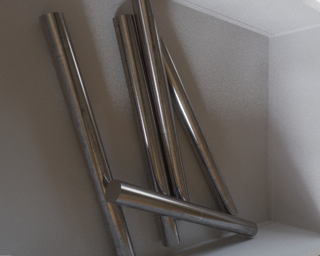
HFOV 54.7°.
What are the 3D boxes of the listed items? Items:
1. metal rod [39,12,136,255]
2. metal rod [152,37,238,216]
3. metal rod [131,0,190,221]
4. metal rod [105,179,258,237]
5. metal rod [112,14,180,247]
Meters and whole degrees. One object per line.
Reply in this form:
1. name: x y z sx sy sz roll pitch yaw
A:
1. metal rod: -0.074 0.027 0.345 0.025 0.025 0.298 -24 105 -38
2. metal rod: 0.054 0.013 0.453 0.025 0.025 0.299 -40 114 -33
3. metal rod: 0.005 -0.018 0.401 0.025 0.025 0.298 -22 108 -38
4. metal rod: 0.052 0.117 0.418 0.301 0.025 0.025 27 73 -41
5. metal rod: -0.015 0.011 0.396 0.025 0.025 0.298 -20 103 -39
